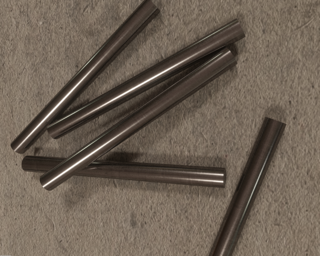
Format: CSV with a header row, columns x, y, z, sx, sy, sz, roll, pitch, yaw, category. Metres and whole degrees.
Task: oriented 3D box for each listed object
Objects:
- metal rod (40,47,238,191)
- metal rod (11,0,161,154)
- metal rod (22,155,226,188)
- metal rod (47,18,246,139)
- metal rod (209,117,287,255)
x,y,z,sx,sy,sz,roll,pitch,yaw,category
-0.035,-0.006,0.404,0.300,0.025,0.025,-34,79,10,metal rod
-0.115,-0.067,0.448,0.299,0.025,0.025,-42,77,14,metal rod
-0.063,0.058,0.429,0.301,0.025,0.025,1,91,19,metal rod
-0.031,-0.058,0.418,0.300,0.025,0.025,-26,82,17,metal rod
0.084,0.130,0.378,0.025,0.025,0.298,22,97,18,metal rod
